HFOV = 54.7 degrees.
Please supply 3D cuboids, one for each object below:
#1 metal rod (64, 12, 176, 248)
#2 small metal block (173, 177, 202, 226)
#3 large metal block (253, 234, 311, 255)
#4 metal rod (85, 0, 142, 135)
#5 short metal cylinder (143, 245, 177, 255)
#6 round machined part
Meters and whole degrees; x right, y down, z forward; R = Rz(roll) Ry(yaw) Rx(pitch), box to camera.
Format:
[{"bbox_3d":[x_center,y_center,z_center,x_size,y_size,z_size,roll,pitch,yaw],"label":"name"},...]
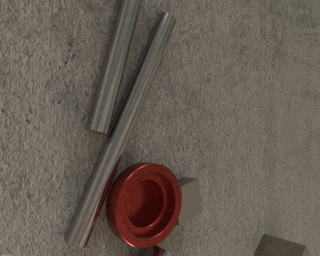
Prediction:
[{"bbox_3d":[-0.040,-0.012,0.372,0.025,0.025,0.299,33,70,-36],"label":"metal rod"},{"bbox_3d":[0.031,0.100,0.431,0.050,0.025,0.050,-14,99,-44],"label":"small metal block"},{"bbox_3d":[0.232,0.248,0.568,0.050,0.080,0.080,-50,120,-28],"label":"large metal block"},{"bbox_3d":[-0.039,-0.139,0.373,0.025,0.025,0.299,21,77,-39],"label":"metal rod"},{"bbox_3d":[0.009,0.185,0.379,0.080,0.080,0.050,46,63,-31],"label":"short metal cylinder"},{"bbox_3d":[-0.023,0.090,0.376,0.099,0.042,0.097,0,90,-40],"label":"round machined part"}]
